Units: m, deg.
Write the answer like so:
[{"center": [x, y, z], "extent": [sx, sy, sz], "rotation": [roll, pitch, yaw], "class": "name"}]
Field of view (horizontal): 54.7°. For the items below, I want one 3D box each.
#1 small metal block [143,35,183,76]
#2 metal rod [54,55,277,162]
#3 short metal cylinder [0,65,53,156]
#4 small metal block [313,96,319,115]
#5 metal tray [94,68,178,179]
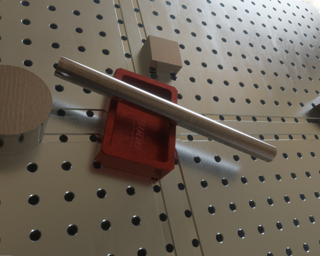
[{"center": [0.004, -0.112, 0.480], "extent": [0.050, 0.025, 0.050], "rotation": [7, 59, -25], "class": "small metal block"}, {"center": [0.020, -0.017, 0.391], "extent": [0.302, 0.025, 0.025], "rotation": [22, 54, -16], "class": "metal rod"}, {"center": [-0.157, -0.018, 0.319], "extent": [0.081, 0.050, 0.080], "rotation": [14, 56, -21], "class": "short metal cylinder"}, {"center": [0.341, -0.041, 0.621], "extent": [0.050, 0.025, 0.050], "rotation": [45, 51, 2], "class": "small metal block"}, {"center": [-0.026, -0.008, 0.396], "extent": [0.091, 0.030, 0.130], "rotation": [17, 55, -19], "class": "metal tray"}]
